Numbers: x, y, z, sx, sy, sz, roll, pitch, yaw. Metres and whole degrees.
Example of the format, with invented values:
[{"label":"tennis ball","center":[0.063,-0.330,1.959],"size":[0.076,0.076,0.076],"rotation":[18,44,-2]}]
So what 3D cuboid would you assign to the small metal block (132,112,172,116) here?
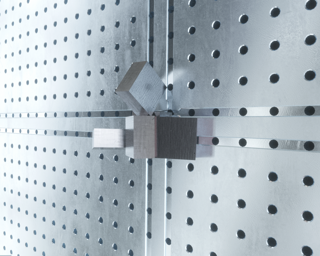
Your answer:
[{"label":"small metal block","center":[-0.012,0.003,0.421],"size":[0.050,0.025,0.050],"rotation":[3,92,40]}]

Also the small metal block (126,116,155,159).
[{"label":"small metal block","center":[-0.026,0.011,0.384],"size":[0.050,0.025,0.050],"rotation":[179,91,-73]}]

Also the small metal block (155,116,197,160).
[{"label":"small metal block","center":[0.020,0.012,0.380],"size":[0.050,0.025,0.050],"rotation":[2,92,9]}]

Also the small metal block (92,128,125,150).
[{"label":"small metal block","center":[-0.069,0.017,0.438],"size":[0.050,0.050,0.025],"rotation":[154,116,-73]}]

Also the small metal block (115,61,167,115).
[{"label":"small metal block","center":[-0.023,-0.050,0.400],"size":[0.025,0.050,0.050],"rotation":[4,57,41]}]
